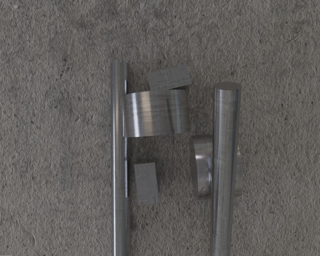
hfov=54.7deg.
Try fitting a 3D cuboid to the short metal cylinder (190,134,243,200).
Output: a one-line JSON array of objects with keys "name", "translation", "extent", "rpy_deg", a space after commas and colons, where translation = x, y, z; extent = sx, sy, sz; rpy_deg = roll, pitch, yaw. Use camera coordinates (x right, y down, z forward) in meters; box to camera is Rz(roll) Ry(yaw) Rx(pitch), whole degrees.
[{"name": "short metal cylinder", "translation": [0.066, 0.047, 0.383], "extent": [0.050, 0.080, 0.080], "rpy_deg": [-5, 90, 0]}]

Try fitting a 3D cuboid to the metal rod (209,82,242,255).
[{"name": "metal rod", "translation": [0.069, 0.095, 0.348], "extent": [0.025, 0.025, 0.298], "rpy_deg": [-3, 116, 0]}]

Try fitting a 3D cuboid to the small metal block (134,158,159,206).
[{"name": "small metal block", "translation": [-0.016, 0.067, 0.397], "extent": [0.025, 0.050, 0.050], "rpy_deg": [-6, 90, 0]}]

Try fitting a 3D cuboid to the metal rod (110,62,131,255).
[{"name": "metal rod", "translation": [-0.052, 0.064, 0.409], "extent": [0.025, 0.025, 0.298], "rpy_deg": [0, 90, 0]}]

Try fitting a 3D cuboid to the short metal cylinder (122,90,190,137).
[{"name": "short metal cylinder", "translation": [-0.005, -0.017, 0.382], "extent": [0.081, 0.080, 0.050], "rpy_deg": [-5, 90, 0]}]

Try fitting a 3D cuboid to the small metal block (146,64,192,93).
[{"name": "small metal block", "translation": [0.011, -0.059, 0.397], "extent": [0.050, 0.050, 0.025], "rpy_deg": [-14, 90, 0]}]
